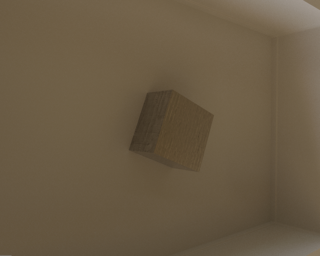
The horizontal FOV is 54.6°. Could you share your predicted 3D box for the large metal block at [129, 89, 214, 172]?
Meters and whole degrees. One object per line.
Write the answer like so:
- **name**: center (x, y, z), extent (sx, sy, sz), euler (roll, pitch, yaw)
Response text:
- **large metal block**: center (0.017, 0.005, 0.403), extent (0.080, 0.050, 0.080), euler (27, 73, -37)
